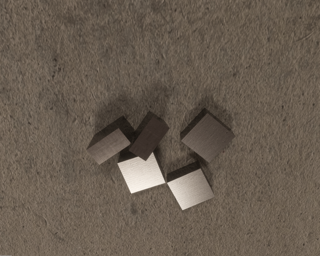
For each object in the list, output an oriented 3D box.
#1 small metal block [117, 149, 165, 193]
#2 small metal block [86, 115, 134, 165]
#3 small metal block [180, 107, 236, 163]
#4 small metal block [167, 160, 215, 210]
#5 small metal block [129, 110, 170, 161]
[{"bbox_3d":[-0.025,0.057,0.430,0.050,0.025,0.050,-19,110,6],"label":"small metal block"},{"bbox_3d":[-0.063,0.014,0.401,0.050,0.050,0.025,-33,107,11],"label":"small metal block"},{"bbox_3d":[0.063,0.009,0.414,0.050,0.025,0.050,38,105,-13],"label":"small metal block"},{"bbox_3d":[0.043,0.081,0.441,0.050,0.025,0.050,-25,109,8],"label":"small metal block"},{"bbox_3d":[-0.016,0.009,0.395,0.025,0.050,0.050,34,96,-12],"label":"small metal block"}]
